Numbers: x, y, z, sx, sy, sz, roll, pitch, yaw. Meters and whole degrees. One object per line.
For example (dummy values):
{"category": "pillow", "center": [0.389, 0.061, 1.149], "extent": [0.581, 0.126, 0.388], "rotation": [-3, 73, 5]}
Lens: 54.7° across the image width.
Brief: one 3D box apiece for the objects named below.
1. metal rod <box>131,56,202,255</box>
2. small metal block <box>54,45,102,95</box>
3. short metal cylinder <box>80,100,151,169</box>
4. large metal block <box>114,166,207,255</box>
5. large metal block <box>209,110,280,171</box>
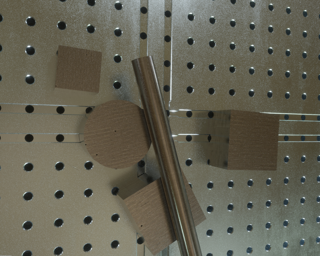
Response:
{"category": "metal rod", "center": [0.016, 0.065, 0.366], "extent": [0.025, 0.025, 0.298], "rotation": [-16, 95, -20]}
{"category": "small metal block", "center": [-0.100, -0.069, 0.376], "extent": [0.050, 0.025, 0.050], "rotation": [5, 88, -20]}
{"category": "short metal cylinder", "center": [-0.055, 0.007, 0.380], "extent": [0.081, 0.050, 0.079], "rotation": [0, 90, -20]}
{"category": "large metal block", "center": [0.000, 0.100, 0.401], "extent": [0.080, 0.050, 0.080], "rotation": [-29, 100, -18]}
{"category": "large metal block", "center": [0.120, 0.018, 0.445], "extent": [0.081, 0.050, 0.080], "rotation": [4, 89, -20]}
